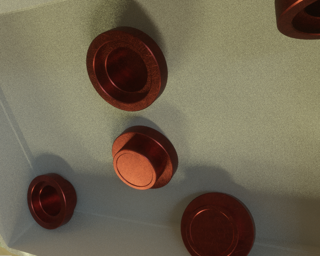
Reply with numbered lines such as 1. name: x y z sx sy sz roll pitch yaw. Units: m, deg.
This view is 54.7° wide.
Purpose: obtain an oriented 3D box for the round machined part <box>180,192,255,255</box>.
1. round machined part: 0.073 0.135 0.410 0.098 0.042 0.098 -5 78 23

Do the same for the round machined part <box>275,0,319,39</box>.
1. round machined part: 0.139 -0.107 0.234 0.098 0.098 0.042 -7 82 31

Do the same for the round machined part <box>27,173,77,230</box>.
1. round machined part: -0.191 0.130 0.564 0.098 0.042 0.097 3 96 29

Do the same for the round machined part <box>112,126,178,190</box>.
1. round machined part: -0.027 0.049 0.442 0.098 0.042 0.097 13 124 21

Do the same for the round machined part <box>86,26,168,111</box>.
1. round machined part: -0.035 -0.073 0.371 0.098 0.042 0.097 13 124 21
